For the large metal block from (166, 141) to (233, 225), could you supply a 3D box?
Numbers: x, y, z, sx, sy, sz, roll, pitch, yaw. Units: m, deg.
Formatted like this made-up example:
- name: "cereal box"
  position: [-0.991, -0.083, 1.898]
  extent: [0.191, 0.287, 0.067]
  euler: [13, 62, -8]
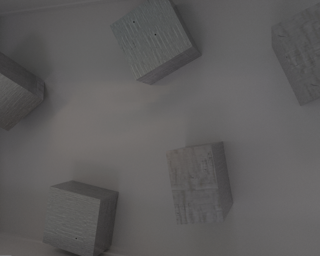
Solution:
- name: "large metal block"
  position: [0.049, 0.060, 0.364]
  extent: [0.050, 0.080, 0.080]
  euler: [-10, 87, 20]

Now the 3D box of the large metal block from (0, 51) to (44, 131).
- name: "large metal block"
  position: [-0.232, -0.053, 0.456]
  extent: [0.080, 0.080, 0.050]
  euler: [-37, 43, 16]

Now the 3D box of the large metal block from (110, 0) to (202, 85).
- name: "large metal block"
  position: [-0.005, -0.112, 0.399]
  extent: [0.080, 0.050, 0.080]
  euler: [-28, 81, 18]

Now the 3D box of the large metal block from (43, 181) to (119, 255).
- name: "large metal block"
  position: [-0.111, 0.125, 0.436]
  extent: [0.080, 0.050, 0.079]
  euler: [9, 93, 19]

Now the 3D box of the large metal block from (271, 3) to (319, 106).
- name: "large metal block"
  position: [0.159, -0.072, 0.325]
  extent: [0.050, 0.080, 0.080]
  euler: [-25, 82, 18]
